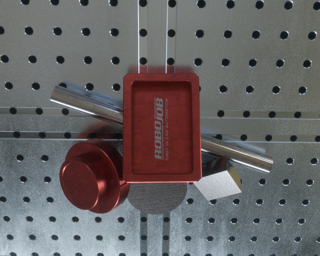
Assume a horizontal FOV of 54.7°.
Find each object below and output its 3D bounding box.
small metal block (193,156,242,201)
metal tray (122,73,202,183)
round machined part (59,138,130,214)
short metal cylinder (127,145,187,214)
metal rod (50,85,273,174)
[{"bbox_3d":[0.078,0.070,0.424,0.050,0.025,0.050,-21,126,24],"label":"small metal block"},{"bbox_3d":[0.002,0.000,0.375,0.091,0.030,0.129,0,81,-1],"label":"metal tray"},{"bbox_3d":[-0.090,0.066,0.399,0.098,0.042,0.097,9,107,31],"label":"round machined part"},{"bbox_3d":[-0.005,0.069,0.421,0.081,0.050,0.079,0,110,0],"label":"short metal cylinder"},{"bbox_3d":[0.008,0.005,0.411,0.302,0.025,0.025,18,109,-7],"label":"metal rod"}]
